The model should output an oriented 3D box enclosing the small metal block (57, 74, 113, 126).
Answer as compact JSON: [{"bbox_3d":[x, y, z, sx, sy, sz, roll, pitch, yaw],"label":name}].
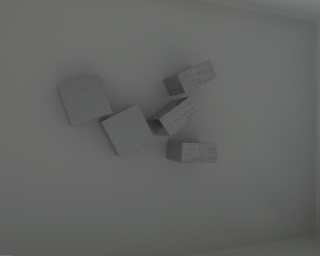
[{"bbox_3d":[-0.092,-0.034,0.377,0.050,0.025,0.050,-20,97,-19],"label":"small metal block"}]

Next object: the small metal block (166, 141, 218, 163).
[{"bbox_3d":[0.042,0.031,0.414,0.050,0.050,0.025,3,89,-20],"label":"small metal block"}]

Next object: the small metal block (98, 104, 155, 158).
[{"bbox_3d":[-0.043,0.003,0.396,0.050,0.025,0.050,-29,100,-18],"label":"small metal block"}]

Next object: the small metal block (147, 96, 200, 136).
[{"bbox_3d":[0.016,-0.015,0.404,0.050,0.050,0.025,-37,103,-16],"label":"small metal block"}]

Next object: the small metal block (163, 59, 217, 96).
[{"bbox_3d":[0.039,-0.066,0.413,0.050,0.050,0.025,-27,100,-18],"label":"small metal block"}]
